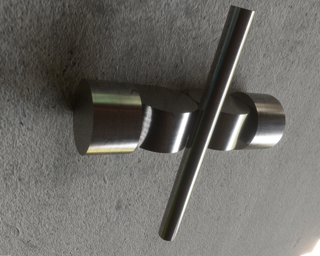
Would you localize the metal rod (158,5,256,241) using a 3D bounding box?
[{"bbox_3d":[0.045,0.014,0.362,0.025,0.025,0.298,1,118,-29],"label":"metal rod"}]

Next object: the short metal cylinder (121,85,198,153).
[{"bbox_3d":[-0.001,-0.013,0.364,0.081,0.080,0.050,1,118,-29],"label":"short metal cylinder"}]

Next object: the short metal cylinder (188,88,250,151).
[{"bbox_3d":[0.069,-0.013,0.402,0.081,0.080,0.050,1,118,-29],"label":"short metal cylinder"}]

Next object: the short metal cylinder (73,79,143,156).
[{"bbox_3d":[-0.059,-0.011,0.334,0.050,0.080,0.079,1,118,-29],"label":"short metal cylinder"}]

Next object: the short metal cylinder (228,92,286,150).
[{"bbox_3d":[0.126,-0.010,0.436,0.050,0.080,0.079,1,118,-29],"label":"short metal cylinder"}]
